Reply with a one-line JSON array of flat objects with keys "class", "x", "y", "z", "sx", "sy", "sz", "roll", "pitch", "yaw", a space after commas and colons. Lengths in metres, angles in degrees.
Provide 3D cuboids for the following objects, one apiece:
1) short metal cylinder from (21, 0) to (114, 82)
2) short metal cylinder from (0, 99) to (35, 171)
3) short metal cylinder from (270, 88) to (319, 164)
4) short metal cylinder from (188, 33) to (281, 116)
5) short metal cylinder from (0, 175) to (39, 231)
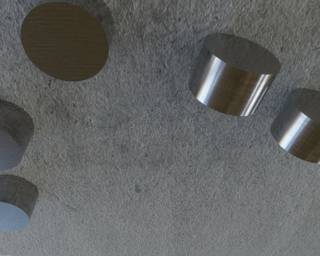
[{"class": "short metal cylinder", "x": -0.089, "y": -0.094, "z": 0.310, "sx": 0.081, "sy": 0.050, "sz": 0.079, "roll": 0, "pitch": 130, "yaw": 0}, {"class": "short metal cylinder", "x": -0.210, "y": 0.009, "z": 0.397, "sx": 0.081, "sy": 0.050, "sz": 0.079, "roll": 0, "pitch": 130, "yaw": 0}, {"class": "short metal cylinder", "x": 0.182, "y": -0.004, "z": 0.369, "sx": 0.081, "sy": 0.080, "sz": 0.050, "roll": 11, "pitch": 129, "yaw": -9}, {"class": "short metal cylinder", "x": 0.076, "y": -0.057, "z": 0.323, "sx": 0.081, "sy": 0.080, "sz": 0.050, "roll": 11, "pitch": 129, "yaw": -9}, {"class": "short metal cylinder", "x": -0.240, "y": 0.119, "z": 0.490, "sx": 0.081, "sy": 0.050, "sz": 0.079, "roll": 0, "pitch": 130, "yaw": 0}]
